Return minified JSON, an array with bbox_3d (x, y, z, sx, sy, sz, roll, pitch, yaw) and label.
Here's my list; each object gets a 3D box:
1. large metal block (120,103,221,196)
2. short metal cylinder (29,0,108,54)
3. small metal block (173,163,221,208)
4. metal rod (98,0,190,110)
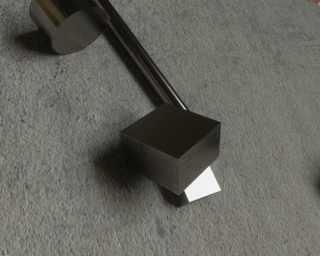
[{"bbox_3d":[0.014,0.019,0.359,0.080,0.050,0.081,23,42,33],"label":"large metal block"},{"bbox_3d":[-0.115,-0.140,0.392,0.081,0.080,0.050,-31,79,-38],"label":"short metal cylinder"},{"bbox_3d":[0.040,0.065,0.386,0.050,0.025,0.050,-11,67,-33],"label":"small metal block"},{"bbox_3d":[-0.020,-0.091,0.448,0.025,0.025,0.299,-27,77,-37],"label":"metal rod"}]
